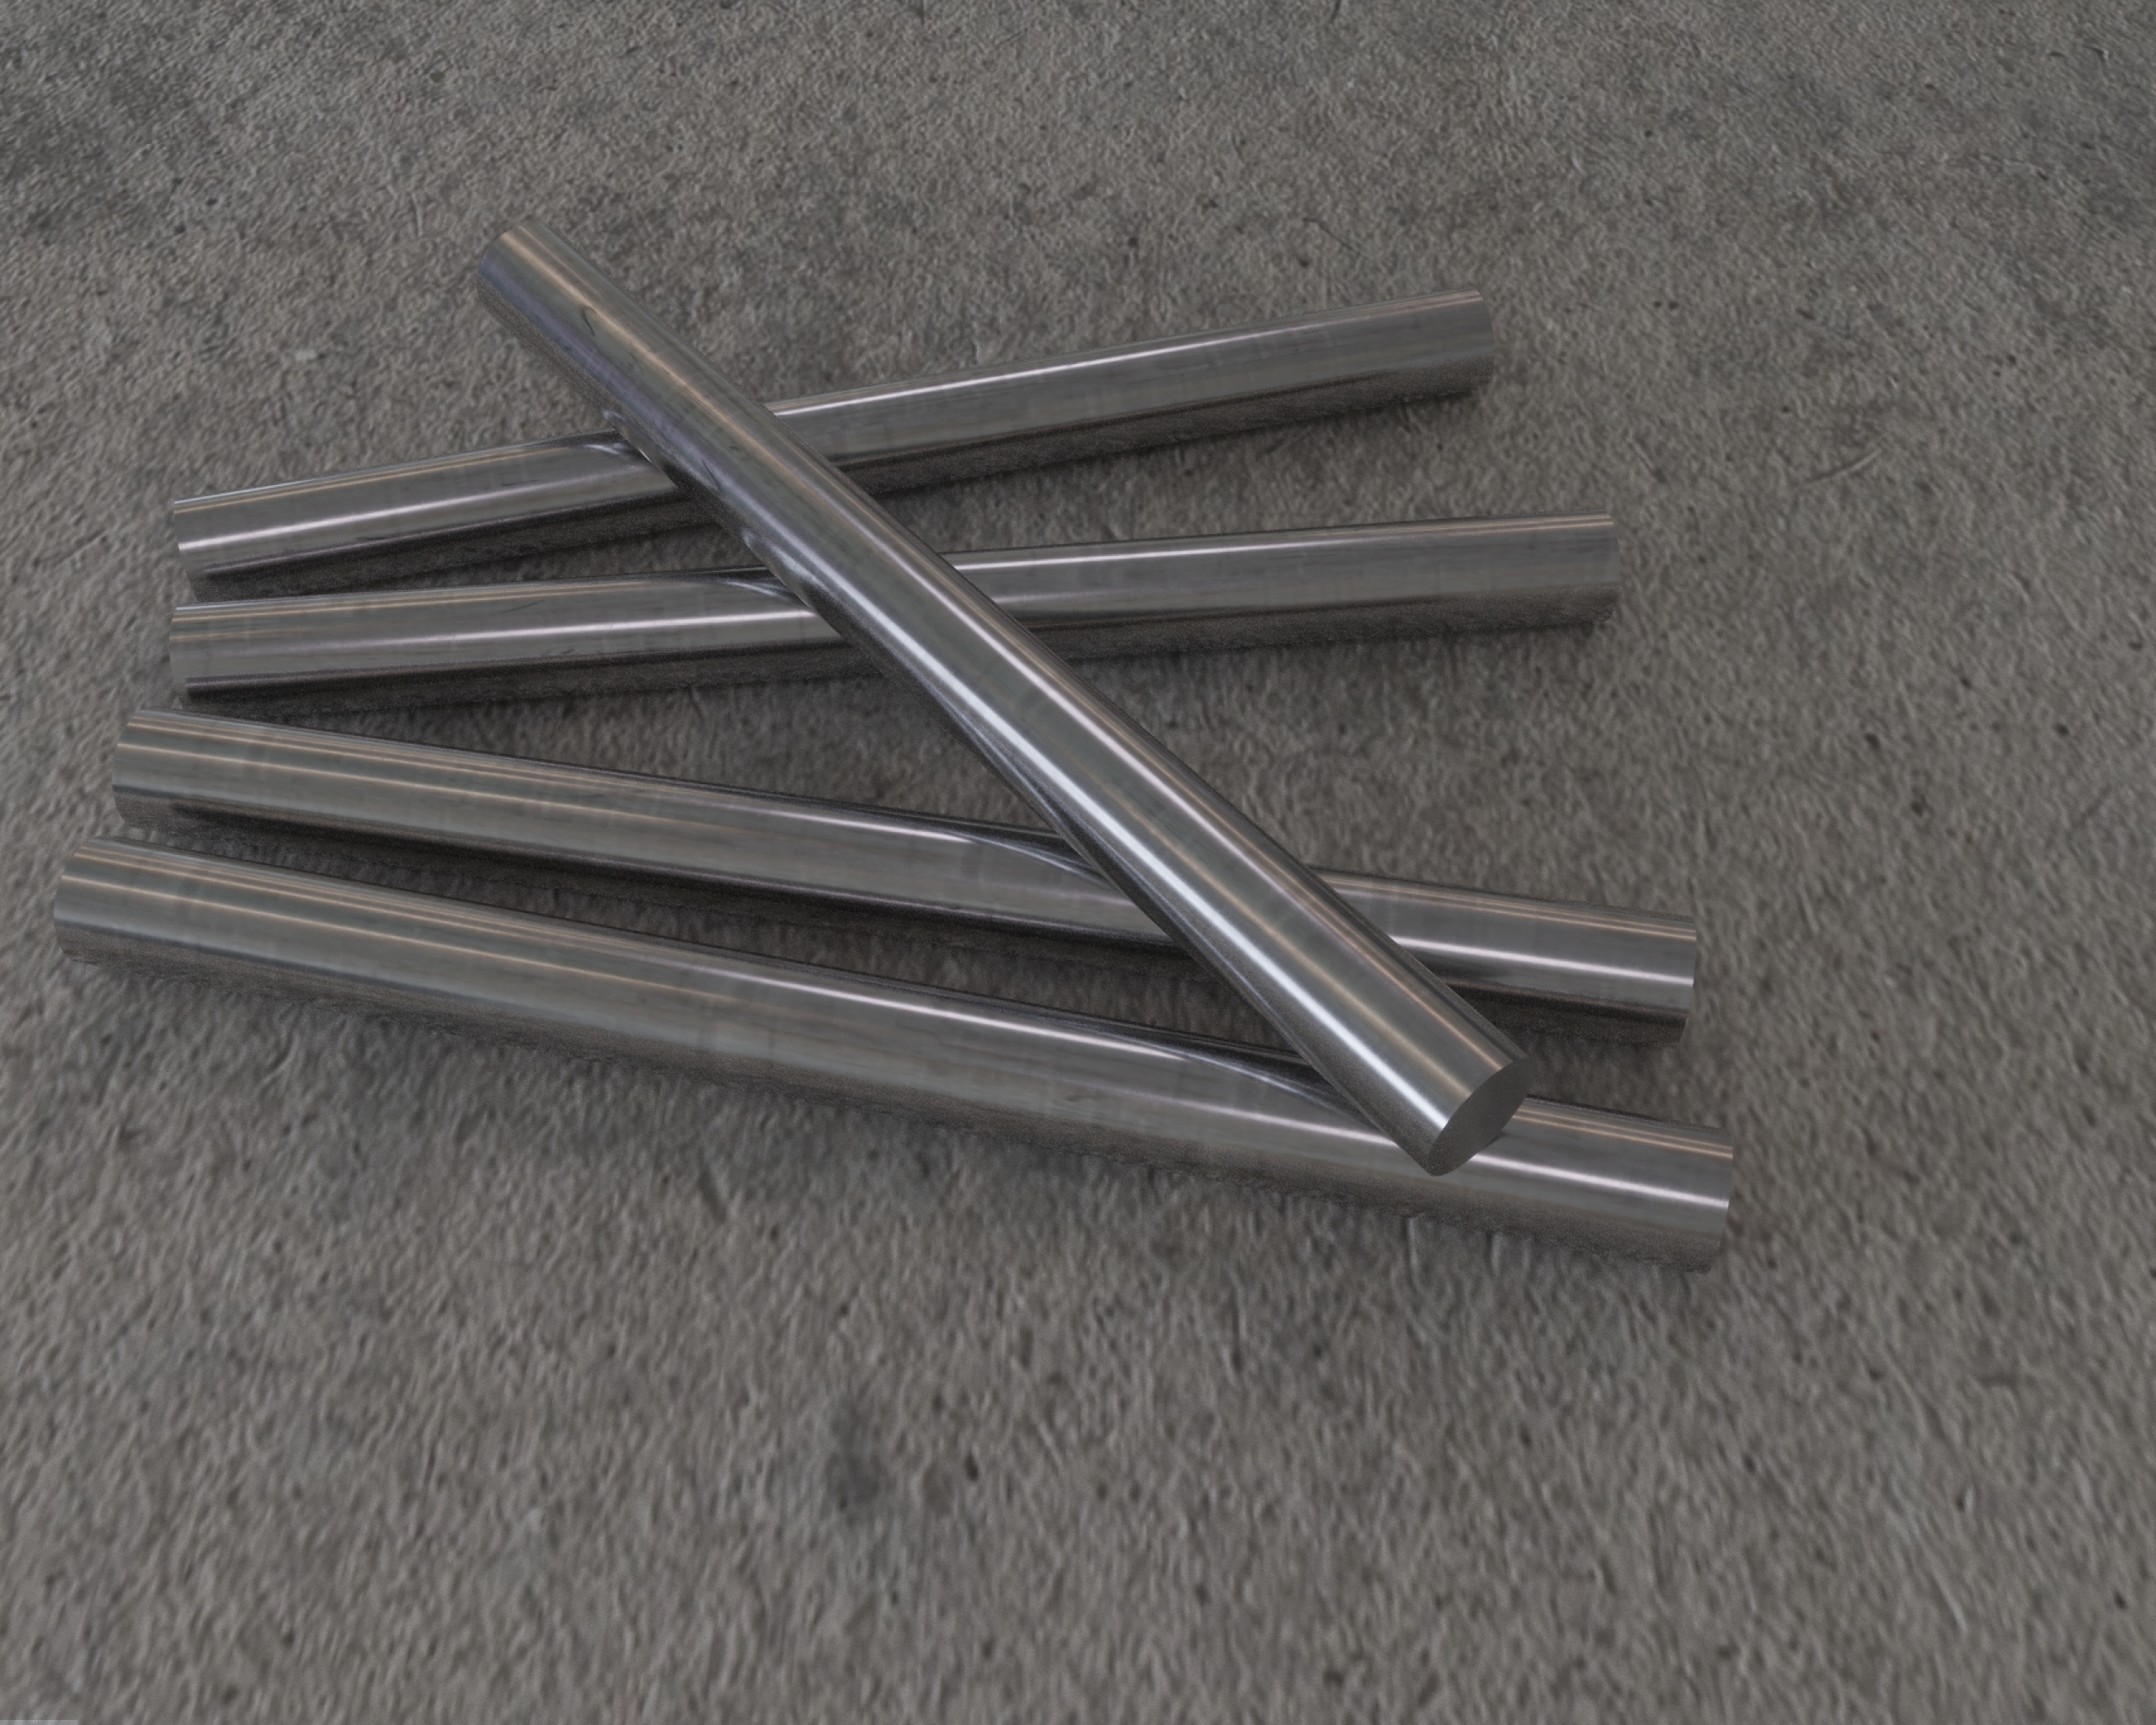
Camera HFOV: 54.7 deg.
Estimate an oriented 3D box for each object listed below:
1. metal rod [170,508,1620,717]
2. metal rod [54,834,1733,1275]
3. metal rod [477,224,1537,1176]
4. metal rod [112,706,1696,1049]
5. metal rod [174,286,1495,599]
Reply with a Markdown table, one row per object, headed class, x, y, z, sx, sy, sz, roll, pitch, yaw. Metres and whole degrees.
| class | x | y | z | sx | sy | sz | roll | pitch | yaw |
| --- | --- | --- | --- | --- | --- | --- | --- | --- | --- |
| metal rod | -0.035 | -0.054 | 0.447 | 0.302 | 0.025 | 0.025 | -4 | 50 | -4 |
| metal rod | -0.039 | 0.032 | 0.375 | 0.301 | 0.025 | 0.025 | 10 | 51 | 8 |
| metal rod | -0.031 | -0.047 | 0.408 | 0.025 | 0.025 | 0.300 | -33 | 57 | -24 |
| metal rod | -0.037 | 0.002 | 0.401 | 0.302 | 0.025 | 0.025 | 8 | 51 | 6 |
| metal rod | -0.049 | -0.098 | 0.484 | 0.302 | 0.025 | 0.025 | -12 | 51 | -10 |
